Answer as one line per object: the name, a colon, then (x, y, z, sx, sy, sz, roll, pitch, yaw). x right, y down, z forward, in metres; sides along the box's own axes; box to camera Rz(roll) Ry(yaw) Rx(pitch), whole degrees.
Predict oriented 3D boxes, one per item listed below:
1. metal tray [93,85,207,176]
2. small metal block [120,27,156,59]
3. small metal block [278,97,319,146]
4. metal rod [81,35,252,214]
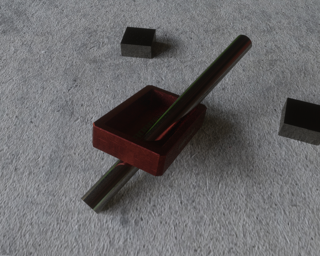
metal tray: (-0.008, -0.004, 0.378, 0.090, 0.030, 0.131, 23, 36, 18)
small metal block: (-0.036, -0.145, 0.525, 0.050, 0.025, 0.050, 7, 50, 5)
small metal block: (0.190, -0.009, 0.414, 0.050, 0.025, 0.050, 16, 52, 12)
metal rod: (0.021, -0.018, 0.384, 0.025, 0.025, 0.301, 34, 68, 25)
